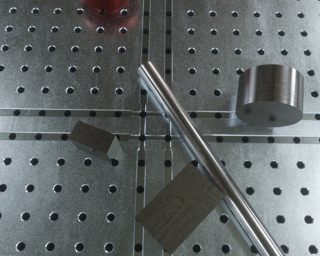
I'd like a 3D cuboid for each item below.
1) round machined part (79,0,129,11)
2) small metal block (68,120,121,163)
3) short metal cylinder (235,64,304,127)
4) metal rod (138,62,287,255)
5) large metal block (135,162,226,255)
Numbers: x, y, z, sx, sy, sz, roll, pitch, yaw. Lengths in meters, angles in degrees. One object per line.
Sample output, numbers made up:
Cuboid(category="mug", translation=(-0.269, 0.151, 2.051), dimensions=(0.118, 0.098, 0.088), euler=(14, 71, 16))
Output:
Cuboid(category="round machined part", translation=(-0.085, -0.224, 0.484), dimensions=(0.099, 0.042, 0.098), euler=(0, 70, -1))
Cuboid(category="small metal block", translation=(-0.081, 0.019, 0.391), dimensions=(0.050, 0.050, 0.025), euler=(21, 72, 7))
Cuboid(category="short metal cylinder", translation=(0.141, -0.039, 0.399), dimensions=(0.080, 0.080, 0.050), euler=(10, 71, 3))
Cuboid(category="metal rod", translation=(0.057, 0.034, 0.399), dimensions=(0.025, 0.025, 0.299), euler=(-30, 73, -11))
Cuboid(category="large metal block", translation=(0.021, 0.092, 0.349), dimensions=(0.080, 0.080, 0.050), euler=(-43, 76, -14))
